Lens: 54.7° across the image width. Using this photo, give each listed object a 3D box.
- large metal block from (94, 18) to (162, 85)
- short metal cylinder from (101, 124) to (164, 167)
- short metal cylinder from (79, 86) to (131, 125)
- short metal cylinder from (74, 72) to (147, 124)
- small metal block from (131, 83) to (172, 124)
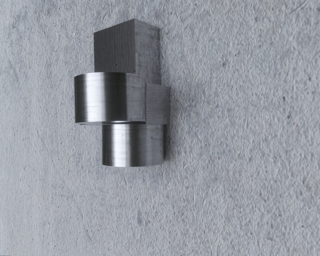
[{"bbox_3d":[-0.045,-0.095,0.429,0.080,0.050,0.080,-2,89,40],"label":"large metal block"},{"bbox_3d":[-0.035,0.020,0.401,0.080,0.081,0.050,0,90,40],"label":"short metal cylinder"},{"bbox_3d":[-0.071,-0.030,0.430,0.080,0.081,0.050,-3,89,40],"label":"short metal cylinder"},{"bbox_3d":[-0.056,-0.031,0.352,0.080,0.081,0.050,-3,89,40],"label":"short metal cylinder"},{"bbox_3d":[-0.010,-0.030,0.401,0.025,0.050,0.050,1,91,40],"label":"small metal block"}]
